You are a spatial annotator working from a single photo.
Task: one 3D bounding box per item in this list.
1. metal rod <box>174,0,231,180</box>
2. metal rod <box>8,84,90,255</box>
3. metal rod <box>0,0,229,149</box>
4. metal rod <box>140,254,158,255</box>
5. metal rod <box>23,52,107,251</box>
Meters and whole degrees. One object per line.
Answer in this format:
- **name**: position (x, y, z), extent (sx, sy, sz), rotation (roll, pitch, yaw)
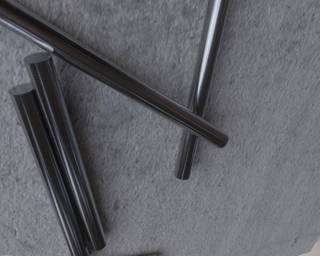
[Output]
- **metal rod**: position (0.054, -0.059, 0.401), extent (0.025, 0.025, 0.298), rotation (-6, 121, -26)
- **metal rod**: position (-0.127, 0.085, 0.390), extent (0.025, 0.025, 0.298), rotation (-18, 126, -19)
- **metal rod**: position (-0.028, -0.044, 0.346), extent (0.301, 0.025, 0.025), rotation (28, 103, -32)
- **metal rod**: position (-0.137, 0.225, 0.472), extent (0.302, 0.025, 0.025), rotation (5, 116, -31)
- **metal rod**: position (-0.103, 0.054, 0.376), extent (0.025, 0.025, 0.298), rotation (-19, 129, -18)
